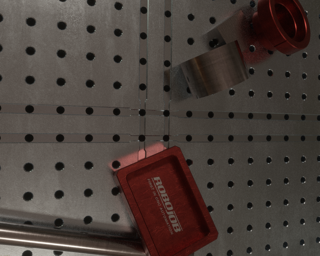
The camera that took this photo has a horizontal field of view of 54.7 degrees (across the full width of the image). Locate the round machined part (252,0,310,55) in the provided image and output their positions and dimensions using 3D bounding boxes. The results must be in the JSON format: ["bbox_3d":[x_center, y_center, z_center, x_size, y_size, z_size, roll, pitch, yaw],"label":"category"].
[{"bbox_3d":[0.176,-0.154,0.459,0.099,0.042,0.098,11,71,-33],"label":"round machined part"}]

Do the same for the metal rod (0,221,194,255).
[{"bbox_3d":[-0.096,0.139,0.377,0.302,0.025,0.025,15,85,-20],"label":"metal rod"}]

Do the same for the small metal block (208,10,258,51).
[{"bbox_3d":[0.107,-0.135,0.454,0.050,0.025,0.050,-39,103,-16],"label":"small metal block"}]

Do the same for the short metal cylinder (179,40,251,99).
[{"bbox_3d":[0.073,-0.077,0.411,0.081,0.080,0.050,-26,99,-18],"label":"short metal cylinder"}]

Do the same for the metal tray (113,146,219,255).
[{"bbox_3d":[0.007,0.099,0.397,0.091,0.030,0.129,-22,84,-20],"label":"metal tray"}]
